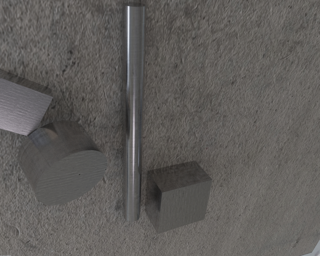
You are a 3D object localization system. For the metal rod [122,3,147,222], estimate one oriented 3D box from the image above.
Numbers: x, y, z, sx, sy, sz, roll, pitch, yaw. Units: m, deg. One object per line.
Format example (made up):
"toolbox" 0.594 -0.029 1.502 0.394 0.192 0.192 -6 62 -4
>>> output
"metal rod" -0.034 0.003 0.390 0.025 0.025 0.298 -11 123 -23

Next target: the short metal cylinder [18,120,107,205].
"short metal cylinder" -0.106 0.038 0.341 0.081 0.050 0.080 -30 146 -22

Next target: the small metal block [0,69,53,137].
"small metal block" -0.145 -0.024 0.313 0.050 0.025 0.050 21 107 -36

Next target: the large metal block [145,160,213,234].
"large metal block" 0.026 0.103 0.469 0.081 0.050 0.079 -9 123 -24
